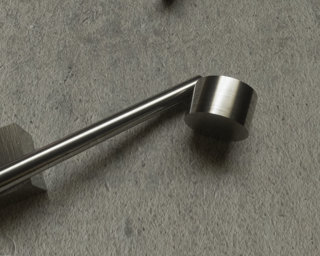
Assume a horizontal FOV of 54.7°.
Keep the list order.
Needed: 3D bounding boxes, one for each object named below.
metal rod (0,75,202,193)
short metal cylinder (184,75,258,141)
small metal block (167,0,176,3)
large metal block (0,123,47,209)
[{"bbox_3d":[-0.067,0.002,0.374,0.302,0.025,0.025,-27,72,-23],"label":"metal rod"},{"bbox_3d":[0.076,-0.022,0.388,0.080,0.080,0.050,17,71,6],"label":"short metal cylinder"},{"bbox_3d":[0.026,-0.233,0.480,0.025,0.050,0.050,37,74,12],"label":"small metal block"},{"bbox_3d":[-0.195,0.051,0.374,0.080,0.050,0.080,-21,72,-8],"label":"large metal block"}]
